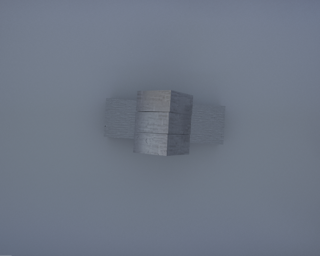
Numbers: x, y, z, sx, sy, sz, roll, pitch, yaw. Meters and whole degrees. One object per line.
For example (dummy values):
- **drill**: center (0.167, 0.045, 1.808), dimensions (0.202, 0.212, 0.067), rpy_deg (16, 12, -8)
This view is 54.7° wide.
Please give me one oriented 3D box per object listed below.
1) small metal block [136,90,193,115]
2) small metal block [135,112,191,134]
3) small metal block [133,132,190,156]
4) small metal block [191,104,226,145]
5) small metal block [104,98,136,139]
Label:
- **small metal block**: center (0.006, -0.031, 0.387), dimensions (0.050, 0.050, 0.025), rpy_deg (3, 90, 36)
- **small metal block**: center (0.004, -0.006, 0.387), dimensions (0.050, 0.050, 0.025), rpy_deg (2, 90, 36)
- **small metal block**: center (0.003, 0.019, 0.387), dimensions (0.050, 0.050, 0.025), rpy_deg (2, 90, 36)
- **small metal block**: center (0.058, -0.005, 0.411), dimensions (0.050, 0.025, 0.050), rpy_deg (3, 90, -1)
- **small metal block**: center (-0.045, -0.012, 0.409), dimensions (0.050, 0.025, 0.050), rpy_deg (4, 90, -1)
